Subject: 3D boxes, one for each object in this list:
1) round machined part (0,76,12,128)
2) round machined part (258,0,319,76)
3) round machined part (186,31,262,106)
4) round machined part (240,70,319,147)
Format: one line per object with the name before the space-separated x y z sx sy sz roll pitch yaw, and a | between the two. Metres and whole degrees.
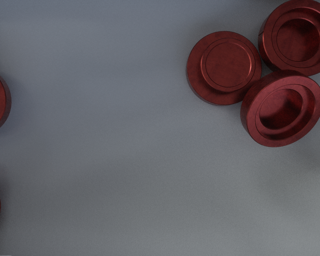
round machined part | -0.242 -0.034 0.395 0.099 0.042 0.097 0 90 -9
round machined part | 0.177 -0.113 0.405 0.099 0.042 0.097 0 90 -1
round machined part | 0.085 -0.078 0.404 0.099 0.042 0.097 0 90 -1
round machined part | 0.148 -0.027 0.391 0.099 0.042 0.097 -5 120 -8
